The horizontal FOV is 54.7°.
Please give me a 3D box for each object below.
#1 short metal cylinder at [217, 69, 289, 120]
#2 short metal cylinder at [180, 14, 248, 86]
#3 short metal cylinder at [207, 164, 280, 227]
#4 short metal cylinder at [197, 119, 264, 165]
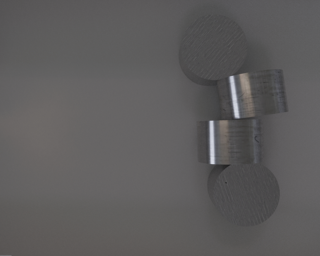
[{"bbox_3d":[0.114,-0.039,0.385,0.080,0.080,0.050,-8,90,0],"label":"short metal cylinder"},{"bbox_3d":[0.066,-0.098,0.399,0.081,0.050,0.080,0,90,0],"label":"short metal cylinder"},{"bbox_3d":[0.105,0.079,0.400,0.081,0.050,0.080,0,90,0],"label":"short metal cylinder"},{"bbox_3d":[0.087,0.015,0.384,0.081,0.080,0.050,-2,90,0],"label":"short metal cylinder"}]
